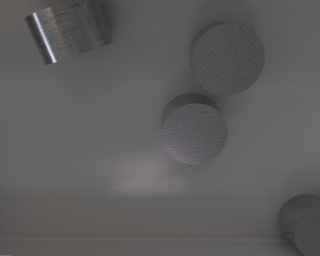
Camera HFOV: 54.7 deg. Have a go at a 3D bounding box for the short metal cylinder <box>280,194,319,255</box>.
[{"bbox_3d":[0.219,0.140,0.439,0.081,0.050,0.079,0,91,0],"label":"short metal cylinder"}]

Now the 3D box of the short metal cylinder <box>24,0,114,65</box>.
[{"bbox_3d":[-0.098,-0.107,0.342,0.080,0.080,0.050,-16,109,6],"label":"short metal cylinder"}]

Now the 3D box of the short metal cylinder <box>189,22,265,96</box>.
[{"bbox_3d":[0.076,-0.083,0.368,0.081,0.050,0.079,0,110,0],"label":"short metal cylinder"}]

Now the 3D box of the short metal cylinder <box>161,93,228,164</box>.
[{"bbox_3d":[0.042,0.000,0.398,0.081,0.050,0.079,0,110,0],"label":"short metal cylinder"}]
